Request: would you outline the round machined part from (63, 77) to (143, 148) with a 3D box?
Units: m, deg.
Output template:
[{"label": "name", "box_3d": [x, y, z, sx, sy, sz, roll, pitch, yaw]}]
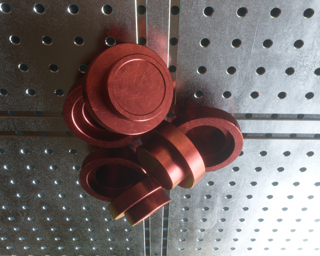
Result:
[{"label": "round machined part", "box_3d": [-0.063, -0.025, 0.377, 0.099, 0.042, 0.097, 0, 130, 0]}]

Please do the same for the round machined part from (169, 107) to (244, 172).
[{"label": "round machined part", "box_3d": [0.056, 0.011, 0.409, 0.099, 0.042, 0.097, 0, 130, 0]}]

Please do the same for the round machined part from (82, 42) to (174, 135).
[{"label": "round machined part", "box_3d": [-0.028, -0.041, 0.329, 0.099, 0.042, 0.097, -1, 93, -26]}]

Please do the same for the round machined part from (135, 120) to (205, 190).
[{"label": "round machined part", "box_3d": [0.007, 0.040, 0.394, 0.042, 0.098, 0.098, -38, 133, -23]}]

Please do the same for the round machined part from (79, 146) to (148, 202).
[{"label": "round machined part", "box_3d": [-0.064, 0.063, 0.452, 0.099, 0.042, 0.097, 0, 130, 0]}]

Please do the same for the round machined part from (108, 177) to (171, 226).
[{"label": "round machined part", "box_3d": [-0.023, 0.107, 0.453, 0.098, 0.042, 0.098, -32, 166, -9]}]
